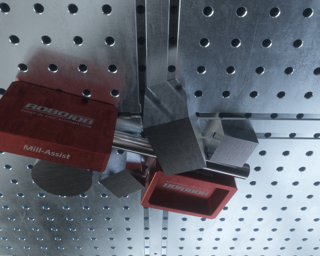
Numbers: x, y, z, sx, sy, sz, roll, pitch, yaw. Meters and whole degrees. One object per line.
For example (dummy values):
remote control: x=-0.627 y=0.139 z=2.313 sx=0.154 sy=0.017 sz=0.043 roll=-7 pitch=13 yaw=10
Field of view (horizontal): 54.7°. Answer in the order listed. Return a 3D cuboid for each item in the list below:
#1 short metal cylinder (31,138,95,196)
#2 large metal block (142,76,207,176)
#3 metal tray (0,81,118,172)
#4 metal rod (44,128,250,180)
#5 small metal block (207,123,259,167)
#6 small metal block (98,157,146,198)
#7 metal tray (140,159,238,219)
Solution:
short metal cylinder: x=-0.132 y=0.052 z=0.437 sx=0.081 sy=0.050 sz=0.079 roll=0 pitch=130 yaw=0
large metal block: x=0.018 y=-0.002 z=0.375 sx=0.050 sy=0.080 sz=0.080 roll=-14 pitch=129 yaw=12
metal tray: x=-0.120 y=-0.004 z=0.363 sx=0.131 sy=0.090 sz=0.030 roll=14 pitch=129 yaw=-12
metal rod: x=-0.013 y=0.028 z=0.435 sx=0.302 sy=0.025 sz=0.025 roll=15 pitch=129 yaw=-13
small metal block: x=0.101 y=0.025 z=0.433 sx=0.050 sy=0.025 sz=0.050 roll=13 pitch=129 yaw=-11
small metal block: x=-0.058 y=0.077 z=0.478 sx=0.050 sy=0.025 sz=0.050 roll=-26 pitch=126 yaw=20
metal tray: x=0.044 y=0.098 z=0.491 sx=0.131 sy=0.030 sz=0.089 roll=14 pitch=129 yaw=-12
